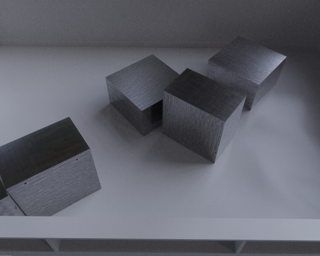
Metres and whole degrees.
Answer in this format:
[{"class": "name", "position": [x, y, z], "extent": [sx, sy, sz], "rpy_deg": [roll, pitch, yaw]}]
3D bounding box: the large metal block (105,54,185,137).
[{"class": "large metal block", "position": [-0.016, -0.048, 0.429], "extent": [0.081, 0.050, 0.080], "rpy_deg": [-32, 57, -24]}]

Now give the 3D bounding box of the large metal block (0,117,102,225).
[{"class": "large metal block", "position": [-0.115, 0.046, 0.329], "extent": [0.081, 0.080, 0.050], "rpy_deg": [-27, 55, -21]}]

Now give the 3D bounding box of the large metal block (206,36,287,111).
[{"class": "large metal block", "position": [0.126, -0.084, 0.461], "extent": [0.080, 0.050, 0.080], "rpy_deg": [34, 57, 24]}]

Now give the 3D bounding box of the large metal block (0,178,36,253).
[{"class": "large metal block", "position": [-0.175, 0.071, 0.308], "extent": [0.050, 0.080, 0.080], "rpy_deg": [-30, 57, -23]}]

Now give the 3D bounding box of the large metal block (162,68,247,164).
[{"class": "large metal block", "position": [0.051, -0.015, 0.382], "extent": [0.080, 0.080, 0.050], "rpy_deg": [30, 56, 22]}]
